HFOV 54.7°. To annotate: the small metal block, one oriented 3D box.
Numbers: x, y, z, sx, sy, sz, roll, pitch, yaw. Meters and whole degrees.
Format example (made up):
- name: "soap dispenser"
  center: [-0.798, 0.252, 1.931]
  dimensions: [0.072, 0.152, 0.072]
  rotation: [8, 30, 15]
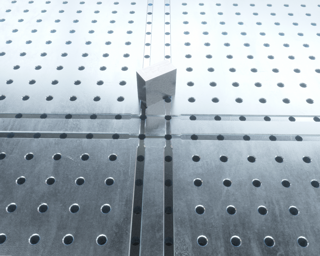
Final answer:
- name: "small metal block"
  center: [-0.005, -0.064, 0.445]
  dimensions: [0.050, 0.050, 0.025]
  rotation: [-26, 55, -20]
